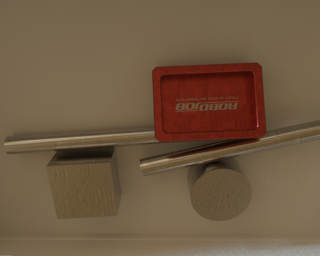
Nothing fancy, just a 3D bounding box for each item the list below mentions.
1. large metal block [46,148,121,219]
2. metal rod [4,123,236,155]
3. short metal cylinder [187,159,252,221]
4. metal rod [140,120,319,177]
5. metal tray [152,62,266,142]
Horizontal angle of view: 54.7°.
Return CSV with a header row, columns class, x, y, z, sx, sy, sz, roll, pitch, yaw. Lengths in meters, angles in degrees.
class,x,y,z,sx,sy,sz,roll,pitch,yaw
large metal block,-0.100,0.074,0.424,0.081,0.050,0.079,-4,110,1
metal rod,-0.053,0.012,0.415,0.302,0.025,0.025,-4,110,1
short metal cylinder,0.080,0.080,0.429,0.081,0.050,0.079,0,110,-1
metal rod,0.122,0.020,0.403,0.301,0.025,0.025,-13,110,6
metal tray,0.058,-0.030,0.380,0.131,0.030,0.089,-2,86,0
